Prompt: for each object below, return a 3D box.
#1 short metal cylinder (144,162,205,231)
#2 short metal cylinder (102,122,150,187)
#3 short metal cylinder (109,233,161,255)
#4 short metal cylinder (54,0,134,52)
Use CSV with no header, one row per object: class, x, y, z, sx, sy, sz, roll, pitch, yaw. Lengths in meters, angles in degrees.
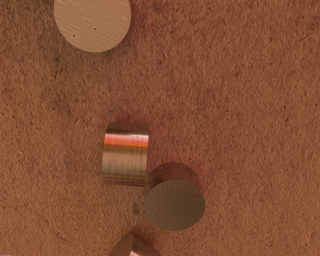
short metal cylinder,0.019,0.094,0.431,0.081,0.050,0.079,0,110,0
short metal cylinder,-0.041,0.033,0.392,0.050,0.080,0.079,4,110,-2
short metal cylinder,-0.043,0.205,0.455,0.050,0.080,0.080,37,106,-13
short metal cylinder,-0.071,-0.129,0.348,0.081,0.050,0.079,0,110,0
